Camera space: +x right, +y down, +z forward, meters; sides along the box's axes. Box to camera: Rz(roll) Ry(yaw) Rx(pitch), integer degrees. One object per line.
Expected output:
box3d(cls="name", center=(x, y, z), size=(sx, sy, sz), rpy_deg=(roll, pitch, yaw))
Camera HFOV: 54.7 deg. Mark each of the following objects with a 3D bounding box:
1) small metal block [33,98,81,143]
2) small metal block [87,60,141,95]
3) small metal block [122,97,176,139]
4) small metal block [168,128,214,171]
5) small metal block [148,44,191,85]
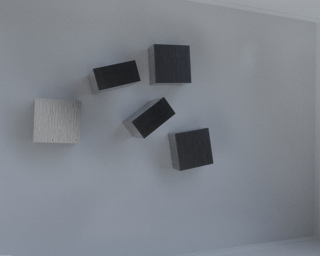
box3d(cls="small metal block", center=(-0.121, -0.008, 0.366), size=(0.050, 0.025, 0.050), rpy_deg=(3, 89, -20))
box3d(cls="small metal block", center=(-0.057, -0.061, 0.376), size=(0.050, 0.050, 0.025), rpy_deg=(-17, 96, -19))
box3d(cls="small metal block", center=(-0.015, -0.013, 0.391), size=(0.050, 0.050, 0.025), rpy_deg=(-39, 103, -16))
box3d(cls="small metal block", center=(0.042, 0.028, 0.426), size=(0.050, 0.025, 0.050), rpy_deg=(-10, 93, -20))
box3d(cls="small metal block", center=(0.013, -0.084, 0.415), size=(0.050, 0.025, 0.050), rpy_deg=(-3, 91, -20))
